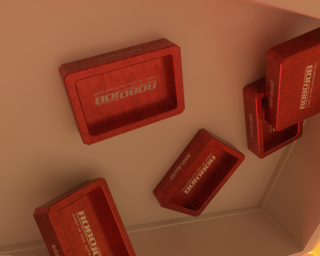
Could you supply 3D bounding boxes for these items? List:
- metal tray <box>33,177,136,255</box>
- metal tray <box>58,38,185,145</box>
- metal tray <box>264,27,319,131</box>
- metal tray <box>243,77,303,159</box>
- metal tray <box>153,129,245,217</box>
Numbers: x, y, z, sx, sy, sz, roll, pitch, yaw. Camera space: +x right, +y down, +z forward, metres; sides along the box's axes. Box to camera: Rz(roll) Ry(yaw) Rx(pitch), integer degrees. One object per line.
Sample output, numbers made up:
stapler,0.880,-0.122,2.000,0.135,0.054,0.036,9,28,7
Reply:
metal tray,-0.084,0.137,0.374,0.091,0.030,0.129,-26,96,-54
metal tray,-0.038,-0.043,0.357,0.131,0.030,0.089,-20,126,-17
metal tray,0.192,-0.063,0.422,0.090,0.030,0.129,-24,136,-6
metal tray,0.182,-0.022,0.490,0.091,0.030,0.129,-26,128,-12
metal tray,0.062,0.074,0.484,0.090,0.030,0.130,28,103,-38
